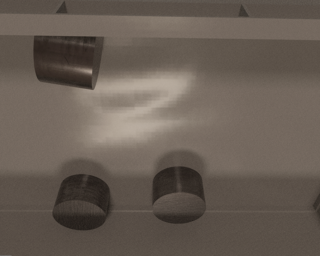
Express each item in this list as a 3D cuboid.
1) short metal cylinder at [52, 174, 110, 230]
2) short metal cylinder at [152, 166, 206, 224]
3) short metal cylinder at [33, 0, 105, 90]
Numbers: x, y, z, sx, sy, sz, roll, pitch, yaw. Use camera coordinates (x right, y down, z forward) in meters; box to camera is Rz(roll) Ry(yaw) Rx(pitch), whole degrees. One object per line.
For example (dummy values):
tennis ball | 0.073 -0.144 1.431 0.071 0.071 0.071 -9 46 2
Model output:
short metal cylinder | -0.123 0.119 0.492 0.081 0.050 0.079 0 130 0
short metal cylinder | 0.029 0.105 0.483 0.081 0.050 0.079 0 130 0
short metal cylinder | -0.085 -0.081 0.303 0.050 0.080 0.079 8 130 -8
